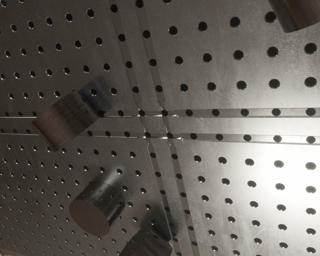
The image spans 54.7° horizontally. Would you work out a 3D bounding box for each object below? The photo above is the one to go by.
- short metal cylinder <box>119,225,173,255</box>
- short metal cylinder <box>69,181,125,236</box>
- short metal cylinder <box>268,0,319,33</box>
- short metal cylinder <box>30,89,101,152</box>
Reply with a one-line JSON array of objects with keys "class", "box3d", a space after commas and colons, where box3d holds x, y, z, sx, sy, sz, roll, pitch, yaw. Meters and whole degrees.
[{"class": "short metal cylinder", "box3d": [-0.025, 0.210, 0.517, 0.050, 0.080, 0.080, 44, 129, -3]}, {"class": "short metal cylinder", "box3d": [-0.108, 0.139, 0.536, 0.080, 0.050, 0.079, 13, 124, 20]}, {"class": "short metal cylinder", "box3d": [0.123, -0.117, 0.238, 0.080, 0.080, 0.050, -23, 106, 36]}, {"class": "short metal cylinder", "box3d": [-0.132, -0.010, 0.437, 0.080, 0.080, 0.050, -30, 102, 37]}]
